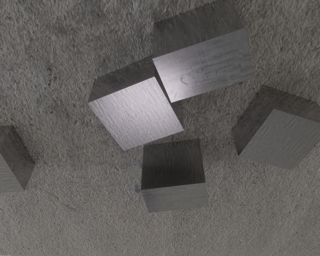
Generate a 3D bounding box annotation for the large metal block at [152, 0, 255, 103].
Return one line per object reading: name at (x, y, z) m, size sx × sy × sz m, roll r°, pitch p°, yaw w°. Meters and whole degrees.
large metal block at (0.040, -0.078, 0.305) m, size 0.080 × 0.080 × 0.050 m, roll -16°, pitch 128°, yaw 13°

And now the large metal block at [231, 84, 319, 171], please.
large metal block at (0.150, 0.001, 0.393) m, size 0.081 × 0.050 × 0.079 m, roll 15°, pitch 129°, yaw -13°

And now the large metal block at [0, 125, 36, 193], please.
large metal block at (-0.233, 0.045, 0.427) m, size 0.080 × 0.050 × 0.080 m, roll -5°, pitch 130°, yaw 4°

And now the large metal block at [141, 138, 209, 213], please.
large metal block at (0.020, 0.064, 0.426) m, size 0.080 × 0.080 × 0.050 m, roll -8°, pitch 130°, yaw 6°

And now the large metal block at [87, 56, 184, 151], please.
large metal block at (-0.025, -0.028, 0.366) m, size 0.080 × 0.050 × 0.080 m, roll -19°, pitch 128°, yaw 15°
